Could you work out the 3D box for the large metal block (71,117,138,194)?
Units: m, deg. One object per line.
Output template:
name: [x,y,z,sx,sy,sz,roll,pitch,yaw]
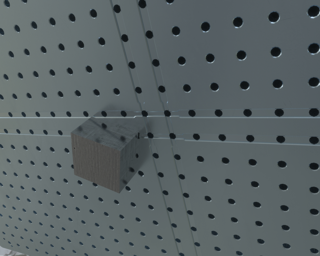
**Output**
large metal block: [-0.082,0.039,0.463,0.080,0.050,0.079,18,126,17]
